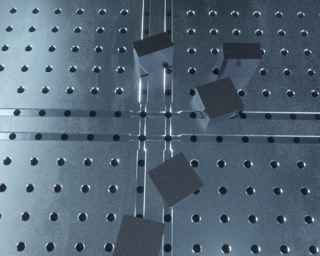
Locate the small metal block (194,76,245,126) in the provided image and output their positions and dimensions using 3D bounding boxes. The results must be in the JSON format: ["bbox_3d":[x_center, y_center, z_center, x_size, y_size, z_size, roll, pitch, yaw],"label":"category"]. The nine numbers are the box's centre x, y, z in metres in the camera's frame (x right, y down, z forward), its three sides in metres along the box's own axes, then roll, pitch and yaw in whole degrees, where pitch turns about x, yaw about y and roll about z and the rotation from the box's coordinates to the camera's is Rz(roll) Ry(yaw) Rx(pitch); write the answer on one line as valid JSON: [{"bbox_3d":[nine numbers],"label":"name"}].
[{"bbox_3d":[0.081,-0.037,0.426,0.050,0.025,0.050,-18,71,-7],"label":"small metal block"}]

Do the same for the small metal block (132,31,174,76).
[{"bbox_3d":[-0.009,-0.104,0.436,0.050,0.050,0.025,-20,72,-8],"label":"small metal block"}]

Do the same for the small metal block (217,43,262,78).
[{"bbox_3d":[0.109,-0.094,0.434,0.050,0.050,0.025,0,70,-1],"label":"small metal block"}]

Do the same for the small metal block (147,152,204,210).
[{"bbox_3d":[0.019,0.066,0.388,0.050,0.025,0.050,-31,73,-11],"label":"small metal block"}]

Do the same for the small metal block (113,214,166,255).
[{"bbox_3d":[-0.024,0.133,0.363,0.050,0.025,0.050,12,70,4],"label":"small metal block"}]
